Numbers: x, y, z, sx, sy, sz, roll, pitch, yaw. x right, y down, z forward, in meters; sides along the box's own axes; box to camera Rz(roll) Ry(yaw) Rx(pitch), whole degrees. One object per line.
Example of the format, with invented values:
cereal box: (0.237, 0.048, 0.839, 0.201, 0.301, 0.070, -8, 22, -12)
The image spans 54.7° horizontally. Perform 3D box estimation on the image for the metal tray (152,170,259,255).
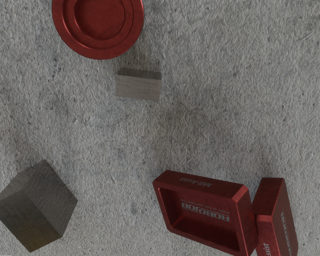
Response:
metal tray: (0.056, 0.109, 0.406, 0.130, 0.030, 0.089, 4, 118, 43)

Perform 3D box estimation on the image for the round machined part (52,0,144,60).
round machined part: (-0.067, -0.130, 0.352, 0.099, 0.042, 0.097, 0, 110, -1)

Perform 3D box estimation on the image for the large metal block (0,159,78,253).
large metal block: (-0.164, 0.102, 0.416, 0.050, 0.080, 0.080, -28, 108, 9)

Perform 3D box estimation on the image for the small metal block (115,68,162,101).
small metal block: (-0.025, -0.054, 0.376, 0.050, 0.050, 0.025, 7, 110, -3)

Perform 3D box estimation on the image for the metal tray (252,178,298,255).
metal tray: (0.160, 0.146, 0.429, 0.030, 0.090, 0.129, -5, 113, 34)
